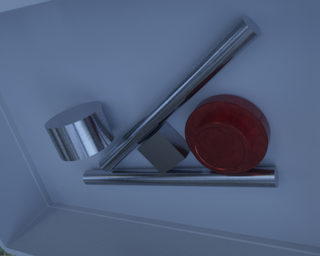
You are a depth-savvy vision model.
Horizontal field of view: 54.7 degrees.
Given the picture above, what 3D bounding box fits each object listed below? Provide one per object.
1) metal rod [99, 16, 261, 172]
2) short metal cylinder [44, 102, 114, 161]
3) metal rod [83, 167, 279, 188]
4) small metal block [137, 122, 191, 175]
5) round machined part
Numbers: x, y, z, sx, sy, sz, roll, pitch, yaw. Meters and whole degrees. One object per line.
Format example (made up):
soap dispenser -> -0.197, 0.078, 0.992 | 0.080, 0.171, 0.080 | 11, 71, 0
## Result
metal rod -> 0.002, -0.021, 0.391 | 0.025, 0.025, 0.299 | 45, 129, -4
short metal cylinder -> -0.110, 0.003, 0.430 | 0.080, 0.080, 0.050 | -5, 116, 30
metal rod -> 0.010, 0.071, 0.444 | 0.300, 0.025, 0.025 | -5, 116, 30
small metal block -> 0.006, 0.028, 0.419 | 0.050, 0.025, 0.050 | 46, 129, -4
round machined part -> 0.075, 0.014, 0.362 | 0.098, 0.042, 0.097 | 13, 124, 20
